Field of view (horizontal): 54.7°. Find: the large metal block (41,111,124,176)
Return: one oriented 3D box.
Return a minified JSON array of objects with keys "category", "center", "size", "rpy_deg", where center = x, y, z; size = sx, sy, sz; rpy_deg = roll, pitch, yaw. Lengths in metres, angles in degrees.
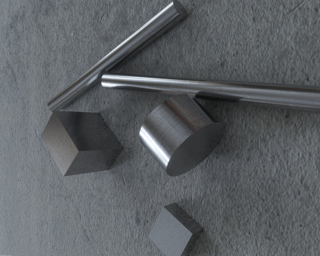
[{"category":"large metal block","center":[-0.115,0.021,0.462],"size":[0.080,0.081,0.050],"rpy_deg":[51,120,28]}]

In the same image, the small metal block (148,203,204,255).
[{"category":"small metal block","center":[0.019,0.131,0.387],"size":[0.050,0.025,0.050],"rpy_deg":[36,112,33]}]

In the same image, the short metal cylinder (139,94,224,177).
[{"category":"short metal cylinder","center":[0.024,0.008,0.347],"size":[0.050,0.081,0.080],"rpy_deg":[48,118,29]}]

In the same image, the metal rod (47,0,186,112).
[{"category":"metal rod","center":[-0.083,-0.093,0.471],"size":[0.299,0.025,0.025],"rpy_deg":[-27,73,36]}]

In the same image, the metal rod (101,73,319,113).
[{"category":"metal rod","center":[0.036,-0.048,0.373],"size":[0.300,0.025,0.025],"rpy_deg":[11,97,39]}]
